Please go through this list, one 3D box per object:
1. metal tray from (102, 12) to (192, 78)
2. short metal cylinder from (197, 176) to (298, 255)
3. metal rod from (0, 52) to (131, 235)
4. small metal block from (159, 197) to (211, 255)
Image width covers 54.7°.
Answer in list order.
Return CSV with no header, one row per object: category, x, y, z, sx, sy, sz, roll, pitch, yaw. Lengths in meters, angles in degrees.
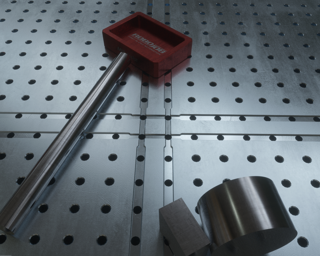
metal tray,-0.022,-0.145,0.525,0.130,0.030,0.090,36,58,26
short metal cylinder,0.081,0.089,0.298,0.081,0.080,0.050,-8,51,-7
metal rod,-0.110,-0.004,0.409,0.025,0.025,0.301,16,52,12
small metal block,0.022,0.105,0.303,0.025,0.050,0.050,-23,54,-17
